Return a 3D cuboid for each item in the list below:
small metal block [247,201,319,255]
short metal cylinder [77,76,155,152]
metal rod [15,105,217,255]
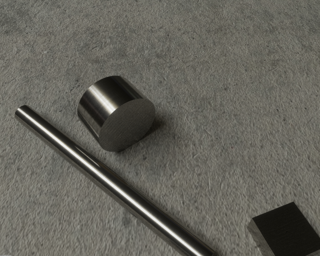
[{"bbox_3d":[0.125,0.109,0.312,0.050,0.025,0.050,-17,52,-14],"label":"small metal block"},{"bbox_3d":[-0.053,-0.017,0.382,0.081,0.080,0.050,-31,57,-23],"label":"short metal cylinder"},{"bbox_3d":[-0.069,0.054,0.357,0.300,0.025,0.025,32,57,24],"label":"metal rod"}]
